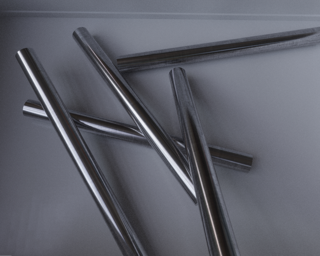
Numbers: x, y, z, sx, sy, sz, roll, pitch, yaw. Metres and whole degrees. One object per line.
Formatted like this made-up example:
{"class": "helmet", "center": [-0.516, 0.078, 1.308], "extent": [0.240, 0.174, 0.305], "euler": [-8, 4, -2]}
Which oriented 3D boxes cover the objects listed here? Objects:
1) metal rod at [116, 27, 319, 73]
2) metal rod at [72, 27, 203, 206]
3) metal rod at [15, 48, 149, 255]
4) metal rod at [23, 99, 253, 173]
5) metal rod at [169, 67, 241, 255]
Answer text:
{"class": "metal rod", "center": [0.089, -0.114, 0.451], "extent": [0.302, 0.025, 0.025], "euler": [-9, 70, -4]}
{"class": "metal rod", "center": [-0.035, -0.031, 0.399], "extent": [0.025, 0.025, 0.300], "euler": [-33, 66, -11]}
{"class": "metal rod", "center": [-0.099, 0.029, 0.378], "extent": [0.025, 0.025, 0.299], "euler": [-30, 80, -10]}
{"class": "metal rod", "center": [-0.032, 0.009, 0.405], "extent": [0.301, 0.025, 0.025], "euler": [14, 71, 5]}
{"class": "metal rod", "center": [0.042, 0.029, 0.333], "extent": [0.025, 0.025, 0.300], "euler": [-7, 45, -2]}
